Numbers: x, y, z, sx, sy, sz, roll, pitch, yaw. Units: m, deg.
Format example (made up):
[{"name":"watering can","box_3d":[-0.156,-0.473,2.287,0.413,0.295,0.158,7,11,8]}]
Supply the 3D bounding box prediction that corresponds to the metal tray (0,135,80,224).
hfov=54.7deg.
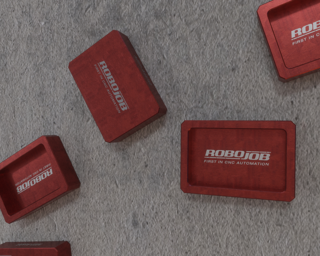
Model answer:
[{"name":"metal tray","box_3d":[-0.196,0.079,0.475,0.130,0.030,0.090,-30,80,17]}]

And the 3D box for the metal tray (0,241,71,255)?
[{"name":"metal tray","box_3d":[-0.197,0.224,0.476,0.130,0.030,0.089,-8,87,19]}]

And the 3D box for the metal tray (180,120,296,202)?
[{"name":"metal tray","box_3d":[0.092,0.036,0.373,0.130,0.030,0.089,1,90,19]}]

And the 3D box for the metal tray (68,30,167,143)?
[{"name":"metal tray","box_3d":[-0.060,-0.056,0.427,0.090,0.030,0.130,-31,80,17]}]

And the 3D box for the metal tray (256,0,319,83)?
[{"name":"metal tray","box_3d":[0.185,-0.114,0.340,0.130,0.030,0.090,-18,84,19]}]
